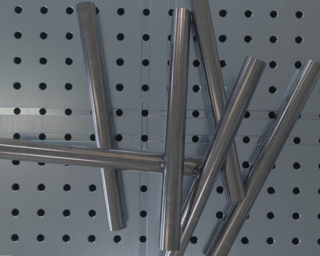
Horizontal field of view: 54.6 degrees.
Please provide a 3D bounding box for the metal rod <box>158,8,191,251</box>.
[{"bbox_3d":[0.020,-0.007,0.386,0.025,0.025,0.299,4,79,0],"label":"metal rod"}]

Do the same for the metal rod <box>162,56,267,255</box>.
[{"bbox_3d":[0.059,0.059,0.385,0.025,0.025,0.298,21,101,0],"label":"metal rod"}]

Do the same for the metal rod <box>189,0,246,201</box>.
[{"bbox_3d":[0.071,-0.056,0.405,0.025,0.025,0.299,-10,87,0],"label":"metal rod"}]

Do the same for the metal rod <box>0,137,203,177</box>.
[{"bbox_3d":[-0.073,0.037,0.385,0.302,0.025,0.025,7,90,-11],"label":"metal rod"}]

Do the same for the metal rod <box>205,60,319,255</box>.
[{"bbox_3d":[0.138,0.048,0.414,0.025,0.025,0.299,27,90,0],"label":"metal rod"}]

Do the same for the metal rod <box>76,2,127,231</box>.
[{"bbox_3d":[-0.078,-0.015,0.412,0.025,0.025,0.298,-8,90,0],"label":"metal rod"}]
